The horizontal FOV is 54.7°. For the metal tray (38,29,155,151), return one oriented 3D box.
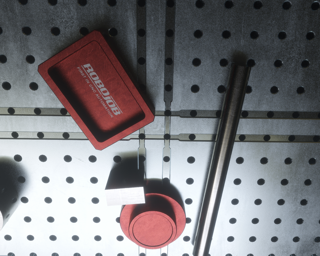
[{"bbox_3d":[-0.076,-0.046,0.392,0.090,0.030,0.130,-29,108,10],"label":"metal tray"}]

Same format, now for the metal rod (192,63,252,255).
[{"bbox_3d":[0.082,0.060,0.436,0.025,0.025,0.298,7,110,-3],"label":"metal rod"}]

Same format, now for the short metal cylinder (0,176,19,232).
[{"bbox_3d":[-0.251,0.111,0.438,0.081,0.050,0.079,0,110,-1],"label":"short metal cylinder"}]

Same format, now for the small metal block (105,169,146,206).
[{"bbox_3d":[-0.046,0.081,0.430,0.050,0.050,0.025,-5,110,1],"label":"small metal block"}]

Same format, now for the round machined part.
[{"bbox_3d":[-0.010,0.137,0.455,0.099,0.042,0.097,0,110,-1],"label":"round machined part"}]
